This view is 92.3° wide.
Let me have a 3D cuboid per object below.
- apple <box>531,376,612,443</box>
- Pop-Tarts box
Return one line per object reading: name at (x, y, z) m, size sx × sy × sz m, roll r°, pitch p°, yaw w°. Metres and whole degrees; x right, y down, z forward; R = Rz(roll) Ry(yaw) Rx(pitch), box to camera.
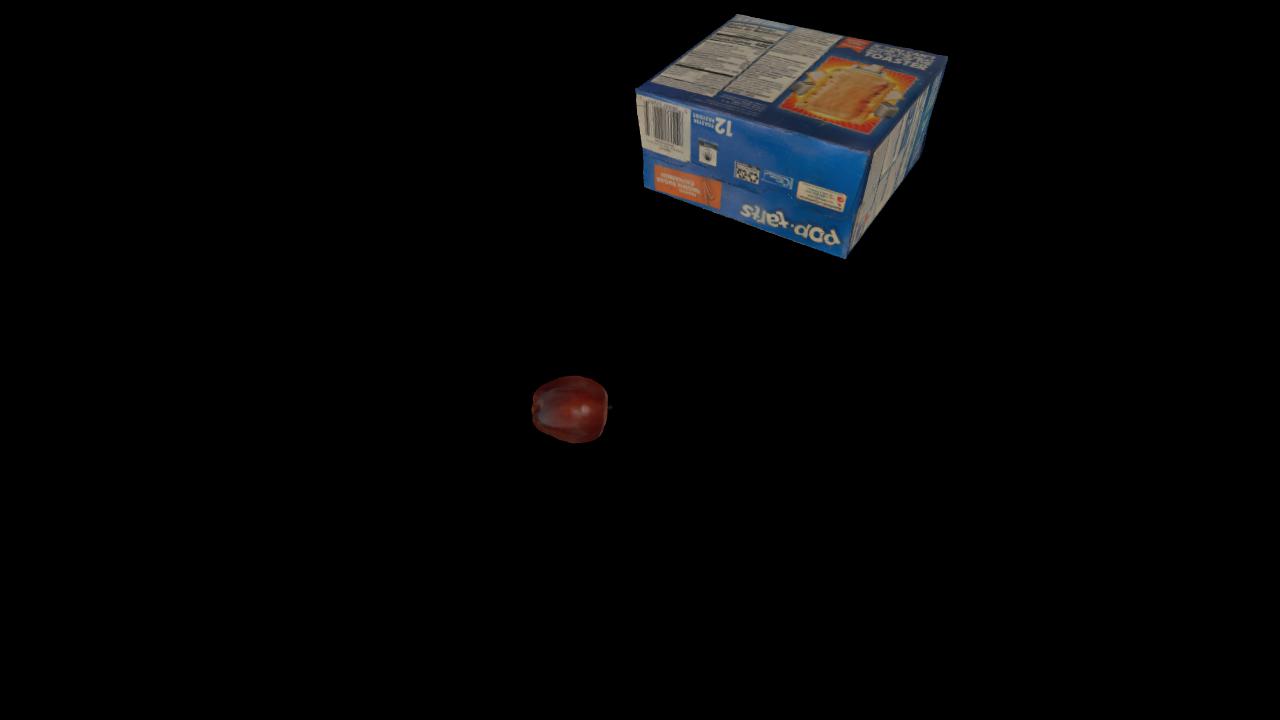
apple at (-0.079, 0.056, 0.718) m, size 0.093 × 0.079 × 0.079 m, roll 4°, pitch -1°, yaw -14°
Pop-Tarts box at (0.106, -0.169, 0.445) m, size 0.167 × 0.141 × 0.083 m, roll 27°, pitch -33°, yaw 24°
